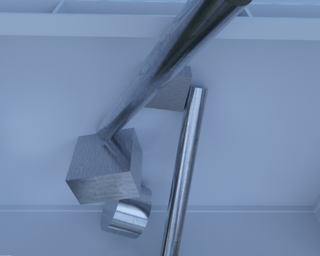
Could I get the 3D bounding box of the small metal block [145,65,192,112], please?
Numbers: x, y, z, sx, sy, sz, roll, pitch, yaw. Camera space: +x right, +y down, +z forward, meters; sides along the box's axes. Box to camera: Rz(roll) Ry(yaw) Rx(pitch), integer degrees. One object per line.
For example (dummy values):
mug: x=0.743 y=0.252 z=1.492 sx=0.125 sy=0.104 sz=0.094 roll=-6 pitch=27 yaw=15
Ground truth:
small metal block: x=0.007 y=-0.049 z=0.368 sx=0.050 sy=0.025 sz=0.050 roll=7 pitch=130 yaw=-6

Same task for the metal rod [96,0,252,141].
metal rod: x=-0.019 y=-0.032 z=0.281 sx=0.025 sy=0.025 sz=0.299 roll=19 pitch=159 yaw=-16

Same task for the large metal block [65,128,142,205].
large metal block: x=-0.070 y=0.050 z=0.415 sx=0.080 sy=0.080 sz=0.050 roll=-9 pitch=130 yaw=7

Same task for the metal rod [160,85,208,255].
metal rod: x=0.025 y=0.093 z=0.407 sx=0.025 sy=0.025 sz=0.298 roll=7 pitch=104 yaw=-6

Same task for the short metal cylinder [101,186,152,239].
short metal cylinder: x=-0.052 y=0.125 z=0.479 sx=0.050 sy=0.080 sz=0.080 roll=22 pitch=127 yaw=-18
